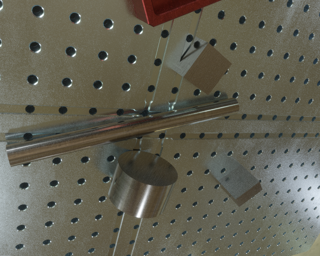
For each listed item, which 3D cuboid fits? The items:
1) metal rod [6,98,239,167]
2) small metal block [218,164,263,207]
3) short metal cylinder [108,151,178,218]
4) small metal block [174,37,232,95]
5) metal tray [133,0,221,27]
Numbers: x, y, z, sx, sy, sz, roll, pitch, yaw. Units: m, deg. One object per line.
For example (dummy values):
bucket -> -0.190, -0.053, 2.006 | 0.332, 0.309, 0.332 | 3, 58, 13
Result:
metal rod -> -0.029, -0.001, 0.396 | 0.303, 0.025, 0.025 | -13, 124, -22
small metal block -> 0.138, 0.099, 0.535 | 0.050, 0.050, 0.025 | -35, 129, -6
short metal cylinder -> -0.023, 0.072, 0.410 | 0.081, 0.080, 0.050 | 5, 116, -31
small metal block -> 0.055, -0.078, 0.395 | 0.050, 0.025, 0.050 | 29, 102, -38
metal tray -> 0.030, -0.171, 0.319 | 0.131, 0.030, 0.090 | -26, 128, -13
